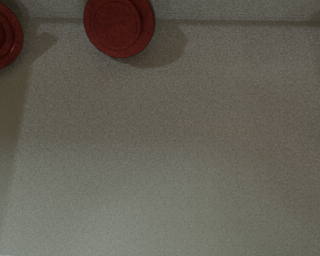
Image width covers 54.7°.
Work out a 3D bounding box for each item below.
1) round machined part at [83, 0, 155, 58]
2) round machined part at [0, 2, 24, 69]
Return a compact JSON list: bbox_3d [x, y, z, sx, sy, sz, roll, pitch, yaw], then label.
[{"bbox_3d":[-0.057,-0.144,0.423,0.099,0.097,0.042,2,25,4],"label":"round machined part"},{"bbox_3d":[-0.246,-0.131,0.427,0.098,0.098,0.042,-43,37,-14],"label":"round machined part"}]
